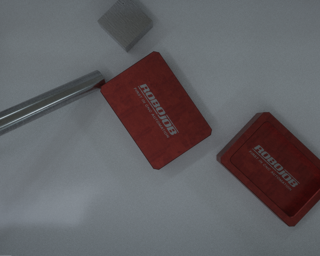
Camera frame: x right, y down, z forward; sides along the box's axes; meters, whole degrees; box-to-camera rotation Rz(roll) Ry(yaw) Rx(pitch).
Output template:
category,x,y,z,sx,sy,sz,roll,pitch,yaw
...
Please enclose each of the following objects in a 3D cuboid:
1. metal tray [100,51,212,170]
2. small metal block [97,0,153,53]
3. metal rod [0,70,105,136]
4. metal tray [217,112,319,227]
category,x,y,z,sx,sy,sz,roll,pitch,yaw
metal tray,-0.005,-0.022,0.409,0.090,0.030,0.130,-34,90,-1
small metal block,-0.045,-0.138,0.411,0.050,0.025,0.050,45,90,-1
metal rod,-0.195,0.003,0.344,0.302,0.025,0.025,-31,90,-27
metal tray,0.153,0.053,0.410,0.130,0.030,0.090,43,90,-1
